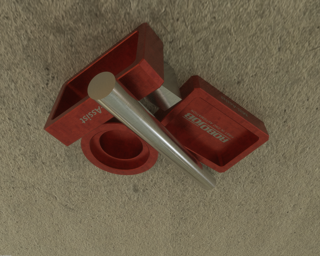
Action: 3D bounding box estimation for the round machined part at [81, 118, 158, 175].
[{"bbox_3d":[-0.049,0.015,0.405,0.099,0.042,0.097,4,134,4],"label":"round machined part"}]

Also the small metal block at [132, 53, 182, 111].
[{"bbox_3d":[-0.006,-0.054,0.340,0.025,0.050,0.050,-34,137,28],"label":"small metal block"}]

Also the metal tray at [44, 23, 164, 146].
[{"bbox_3d":[-0.057,-0.046,0.325,0.130,0.090,0.030,-30,124,22],"label":"metal tray"}]

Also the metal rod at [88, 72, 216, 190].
[{"bbox_3d":[0.016,0.026,0.361,0.025,0.025,0.300,-21,149,16],"label":"metal rod"}]

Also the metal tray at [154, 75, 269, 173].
[{"bbox_3d":[0.065,0.000,0.407,0.131,0.030,0.090,31,124,-24],"label":"metal tray"}]
